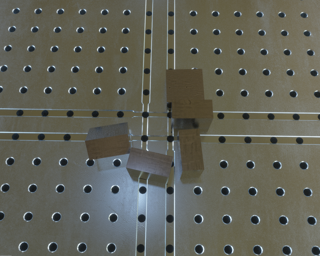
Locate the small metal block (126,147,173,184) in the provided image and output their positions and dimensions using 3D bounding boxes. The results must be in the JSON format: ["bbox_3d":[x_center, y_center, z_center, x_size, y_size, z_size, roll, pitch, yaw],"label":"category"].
[{"bbox_3d":[-0.012,0.048,0.381,0.050,0.050,0.025,12,71,4],"label":"small metal block"}]

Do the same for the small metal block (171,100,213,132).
[{"bbox_3d":[0.040,-0.015,0.404,0.050,0.050,0.025,0,70,0],"label":"small metal block"}]

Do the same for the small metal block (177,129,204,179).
[{"bbox_3d":[0.037,0.033,0.387,0.025,0.050,0.050,-4,70,-1],"label":"small metal block"}]

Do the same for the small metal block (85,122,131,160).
[{"bbox_3d":[-0.063,0.015,0.390,0.050,0.050,0.025,-9,108,-3],"label":"small metal block"}]

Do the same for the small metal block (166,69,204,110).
[{"bbox_3d":[0.034,-0.054,0.432,0.050,0.025,0.050,-1,70,-1],"label":"small metal block"}]
